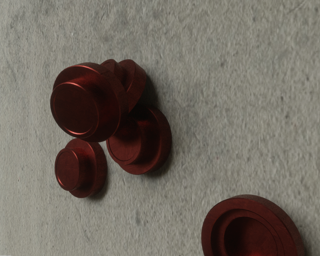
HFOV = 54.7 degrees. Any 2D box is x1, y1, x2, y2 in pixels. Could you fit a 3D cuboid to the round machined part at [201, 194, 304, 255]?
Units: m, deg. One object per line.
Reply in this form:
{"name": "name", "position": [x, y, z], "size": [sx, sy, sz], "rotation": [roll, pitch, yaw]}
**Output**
{"name": "round machined part", "position": [0.095, 0.116, 0.315], "size": [0.098, 0.042, 0.097], "rotation": [0, 90, 39]}

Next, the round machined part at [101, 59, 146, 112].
{"name": "round machined part", "position": [-0.068, -0.054, 0.420], "size": [0.098, 0.042, 0.098], "rotation": [-30, 42, 31]}

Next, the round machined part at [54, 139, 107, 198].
{"name": "round machined part", "position": [-0.133, 0.065, 0.501], "size": [0.098, 0.042, 0.097], "rotation": [0, 90, 39]}

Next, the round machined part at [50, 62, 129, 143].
{"name": "round machined part", "position": [-0.090, -0.026, 0.371], "size": [0.098, 0.042, 0.097], "rotation": [10, 115, 22]}

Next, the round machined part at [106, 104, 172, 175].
{"name": "round machined part", "position": [-0.036, 0.015, 0.421], "size": [0.098, 0.042, 0.097], "rotation": [0, 90, 39]}
